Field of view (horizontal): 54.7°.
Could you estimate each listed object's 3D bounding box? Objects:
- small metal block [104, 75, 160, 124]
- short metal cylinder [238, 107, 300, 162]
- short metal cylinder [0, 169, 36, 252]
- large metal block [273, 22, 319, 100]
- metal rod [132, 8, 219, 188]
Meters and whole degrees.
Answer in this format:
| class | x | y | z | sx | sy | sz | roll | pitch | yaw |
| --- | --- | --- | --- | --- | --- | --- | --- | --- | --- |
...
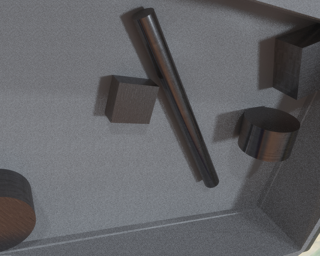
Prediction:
| class | x | y | z | sx | sy | sz | roll | pitch | yaw |
| --- | --- | --- | --- | --- | --- | --- | --- | --- | --- |
| small metal block | -0.034 | -0.033 | 0.371 | 0.050 | 0.025 | 0.050 | 2 | 118 | -30 |
| short metal cylinder | 0.164 | 0.008 | 0.470 | 0.081 | 0.080 | 0.050 | -10 | 123 | -24 |
| short metal cylinder | -0.186 | 0.093 | 0.349 | 0.081 | 0.050 | 0.079 | -14 | 125 | -21 |
| large metal block | 0.216 | -0.098 | 0.453 | 0.081 | 0.050 | 0.080 | -23 | 127 | -15 |
| metal rod | 0.034 | -0.016 | 0.419 | 0.025 | 0.025 | 0.299 | -32 | 129 | -8 |
